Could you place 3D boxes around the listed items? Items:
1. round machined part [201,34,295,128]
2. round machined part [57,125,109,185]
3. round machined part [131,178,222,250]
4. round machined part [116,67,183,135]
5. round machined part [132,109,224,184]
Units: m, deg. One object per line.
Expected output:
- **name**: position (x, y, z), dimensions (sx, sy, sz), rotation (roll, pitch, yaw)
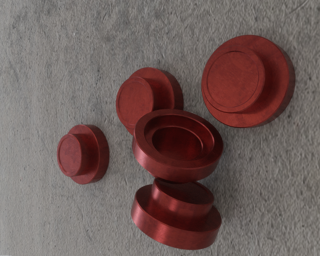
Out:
- **round machined part**: position (0.084, -0.049, 0.324), dimensions (0.098, 0.042, 0.097), rotation (0, 90, 40)
- **round machined part**: position (-0.130, 0.043, 0.502), dimensions (0.098, 0.042, 0.097), rotation (0, 90, 40)
- **round machined part**: position (0.021, 0.084, 0.340), dimensions (0.098, 0.099, 0.042), rotation (26, 107, 37)
- **round machined part**: position (-0.021, -0.032, 0.411), dimensions (0.098, 0.042, 0.097), rotation (0, 90, 40)
- **round machined part**: position (0.017, 0.024, 0.348), dimensions (0.098, 0.099, 0.042), rotation (42, 137, 32)
